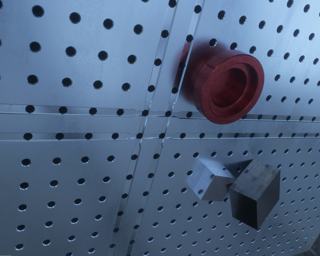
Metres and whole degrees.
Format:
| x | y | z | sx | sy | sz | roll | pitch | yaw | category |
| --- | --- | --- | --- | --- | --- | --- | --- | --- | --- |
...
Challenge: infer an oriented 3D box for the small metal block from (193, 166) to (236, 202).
| x | y | z | sx | sy | sz | roll | pitch | yaw | category |
| --- | --- | --- | --- | --- | --- | --- | --- | --- | --- |
| 0.092 | 0.095 | 0.523 | 0.050 | 0.025 | 0.050 | 13 | 112 | -34 | small metal block |

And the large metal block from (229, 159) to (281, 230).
| x | y | z | sx | sy | sz | roll | pitch | yaw | category |
| --- | --- | --- | --- | --- | --- | --- | --- | --- | --- |
| 0.168 | 0.116 | 0.545 | 0.080 | 0.050 | 0.080 | -40 | 133 | -30 | large metal block |

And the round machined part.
| x | y | z | sx | sy | sz | roll | pitch | yaw | category |
| --- | --- | --- | --- | --- | --- | --- | --- | --- | --- |
| 0.086 | -0.057 | 0.414 | 0.099 | 0.042 | 0.097 | -14 | 125 | -21 | round machined part |
